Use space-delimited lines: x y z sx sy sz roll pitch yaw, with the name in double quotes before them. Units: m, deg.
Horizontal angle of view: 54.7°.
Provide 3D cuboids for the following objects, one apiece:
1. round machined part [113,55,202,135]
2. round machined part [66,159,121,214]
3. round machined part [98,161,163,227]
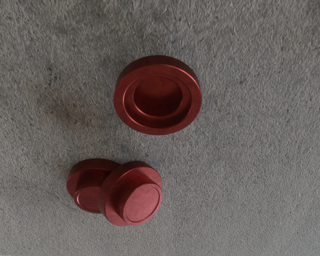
"round machined part" -0.002 -0.041 0.361 0.099 0.042 0.097 0 130 0
"round machined part" -0.094 0.095 0.476 0.099 0.042 0.097 0 130 0
"round machined part" -0.036 0.100 0.447 0.099 0.042 0.097 -19 122 -33
